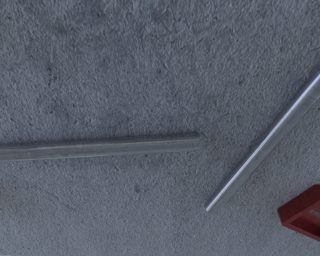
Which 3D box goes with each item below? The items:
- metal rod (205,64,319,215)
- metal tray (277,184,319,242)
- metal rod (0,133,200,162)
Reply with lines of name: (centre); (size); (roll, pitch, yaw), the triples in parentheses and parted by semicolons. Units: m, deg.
metal rod: (0.142, 0.030, 0.433); (0.025, 0.025, 0.298); (17, 128, -14)
metal tray: (0.284, 0.154, 0.537); (0.131, 0.030, 0.090); (26, 125, -21)
metal rod: (-0.097, 0.028, 0.429); (0.302, 0.025, 0.025); (-4, 130, 2)
